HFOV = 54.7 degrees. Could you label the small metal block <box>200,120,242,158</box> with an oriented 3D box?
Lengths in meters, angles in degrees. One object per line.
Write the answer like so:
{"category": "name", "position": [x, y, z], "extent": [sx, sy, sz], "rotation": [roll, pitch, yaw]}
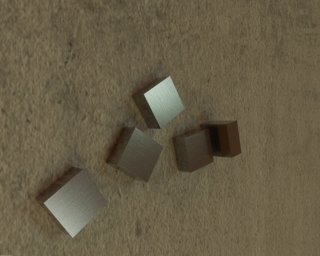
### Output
{"category": "small metal block", "position": [0.091, 0.016, 0.468], "extent": [0.025, 0.050, 0.050], "rotation": [-17, 101, -39]}

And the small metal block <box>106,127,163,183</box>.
{"category": "small metal block", "position": [-0.030, 0.033, 0.381], "extent": [0.050, 0.025, 0.050], "rotation": [38, 67, -34]}

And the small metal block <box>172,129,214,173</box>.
{"category": "small metal block", "position": [0.048, 0.032, 0.448], "extent": [0.050, 0.025, 0.050], "rotation": [-18, 102, -39]}

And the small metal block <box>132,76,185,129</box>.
{"category": "small metal block", "position": [-0.001, -0.033, 0.406], "extent": [0.050, 0.025, 0.050], "rotation": [-40, 115, -33]}

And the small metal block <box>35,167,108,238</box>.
{"category": "small metal block", "position": [-0.093, 0.077, 0.329], "extent": [0.050, 0.025, 0.050], "rotation": [-43, 117, -32]}
